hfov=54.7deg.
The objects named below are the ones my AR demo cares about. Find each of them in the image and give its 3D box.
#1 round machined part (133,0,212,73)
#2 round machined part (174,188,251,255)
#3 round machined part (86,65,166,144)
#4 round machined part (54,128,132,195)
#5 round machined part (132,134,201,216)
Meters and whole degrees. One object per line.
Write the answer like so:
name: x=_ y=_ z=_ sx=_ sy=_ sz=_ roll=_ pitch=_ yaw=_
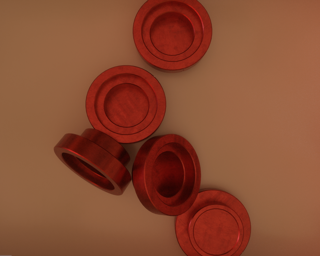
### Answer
round machined part: x=0.016 y=-0.120 z=0.403 sx=0.099 sy=0.042 sz=0.097 roll=0 pitch=90 yaw=0
round machined part: x=0.069 y=0.129 z=0.399 sx=0.099 sy=0.042 sz=0.097 roll=0 pitch=85 yaw=-1
round machined part: x=-0.042 y=-0.028 z=0.399 sx=0.099 sy=0.042 sz=0.097 roll=0 pitch=85 yaw=-3
round machined part: x=-0.076 y=0.038 z=0.380 sx=0.098 sy=0.098 sz=0.042 roll=33 pitch=64 yaw=0
round machined part: x=0.004 y=0.058 z=0.386 sx=0.099 sy=0.042 sz=0.098 roll=9 pitch=77 yaw=-43
